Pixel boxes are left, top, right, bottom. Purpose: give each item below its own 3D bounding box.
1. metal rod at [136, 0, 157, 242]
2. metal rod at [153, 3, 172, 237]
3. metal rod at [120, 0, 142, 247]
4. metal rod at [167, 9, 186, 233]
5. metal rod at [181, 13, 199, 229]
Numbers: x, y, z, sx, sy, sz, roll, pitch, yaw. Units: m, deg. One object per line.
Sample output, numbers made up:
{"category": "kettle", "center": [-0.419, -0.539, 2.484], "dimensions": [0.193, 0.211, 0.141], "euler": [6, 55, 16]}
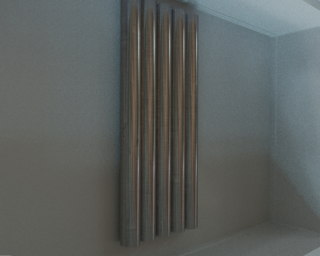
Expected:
{"category": "metal rod", "center": [-0.017, -0.010, 0.390], "dimensions": [0.025, 0.025, 0.298], "euler": [0, 90, -40]}
{"category": "metal rod", "center": [0.003, -0.010, 0.407], "dimensions": [0.025, 0.025, 0.298], "euler": [0, 90, -40]}
{"category": "metal rod", "center": [-0.035, -0.009, 0.375], "dimensions": [0.025, 0.025, 0.298], "euler": [0, 90, -40]}
{"category": "metal rod", "center": [0.022, -0.010, 0.423], "dimensions": [0.025, 0.025, 0.298], "euler": [0, 90, -40]}
{"category": "metal rod", "center": [0.042, -0.009, 0.440], "dimensions": [0.025, 0.025, 0.298], "euler": [0, 90, -40]}
